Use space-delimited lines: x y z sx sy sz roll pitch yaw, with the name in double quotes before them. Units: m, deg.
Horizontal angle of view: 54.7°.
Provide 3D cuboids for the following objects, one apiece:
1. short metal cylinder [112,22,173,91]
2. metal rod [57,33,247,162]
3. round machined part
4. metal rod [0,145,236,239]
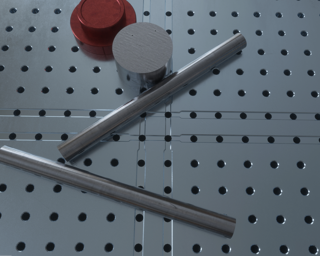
"short metal cylinder" -0.023 -0.100 0.435 0.081 0.050 0.080 0 70 -1
"metal rod" -0.003 -0.048 0.429 0.301 0.025 0.025 -34 74 -12
"round machined part" -0.085 -0.162 0.461 0.099 0.042 0.098 0 70 -1
"metal rod" -0.057 0.077 0.382 0.301 0.025 0.025 17 71 5
